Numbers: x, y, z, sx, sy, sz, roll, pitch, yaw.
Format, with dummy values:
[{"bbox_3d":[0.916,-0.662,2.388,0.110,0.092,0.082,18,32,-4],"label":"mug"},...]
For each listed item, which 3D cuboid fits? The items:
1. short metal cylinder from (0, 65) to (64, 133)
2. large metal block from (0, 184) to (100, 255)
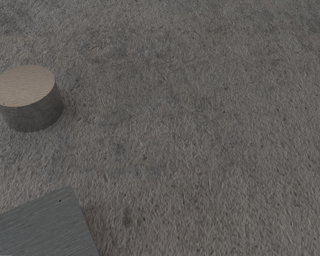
[{"bbox_3d":[-0.177,-0.040,0.419,0.081,0.050,0.080,0,50,0],"label":"short metal cylinder"},{"bbox_3d":[-0.105,0.113,0.291,0.081,0.050,0.080,-22,54,-18],"label":"large metal block"}]
